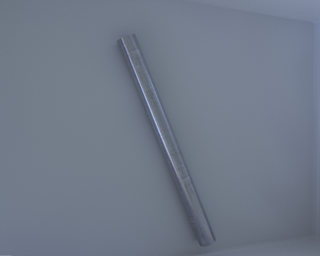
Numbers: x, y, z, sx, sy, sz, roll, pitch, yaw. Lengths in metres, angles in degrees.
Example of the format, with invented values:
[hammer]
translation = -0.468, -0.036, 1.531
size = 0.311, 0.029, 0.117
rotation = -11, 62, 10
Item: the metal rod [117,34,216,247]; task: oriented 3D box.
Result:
[metal rod]
translation = 0.012, 0.022, 0.415
size = 0.025, 0.025, 0.299
rotation = -25, 99, -19
